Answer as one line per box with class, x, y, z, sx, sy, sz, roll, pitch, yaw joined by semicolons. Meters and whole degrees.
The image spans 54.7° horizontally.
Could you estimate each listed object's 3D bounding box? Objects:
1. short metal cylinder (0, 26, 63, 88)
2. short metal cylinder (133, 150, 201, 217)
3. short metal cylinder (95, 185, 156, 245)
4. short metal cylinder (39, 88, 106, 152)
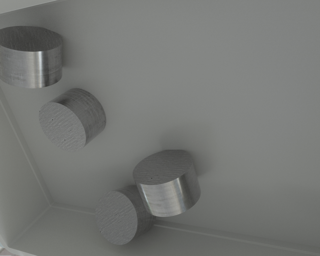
short metal cylinder;-0.170;-0.094;0.405;0.080;0.080;0.050;24;127;14
short metal cylinder;0.010;0.071;0.412;0.080;0.080;0.050;-2;117;29
short metal cylinder;-0.053;0.133;0.483;0.080;0.050;0.079;1;91;31
short metal cylinder;-0.127;-0.012;0.452;0.080;0.050;0.079;13;124;21
